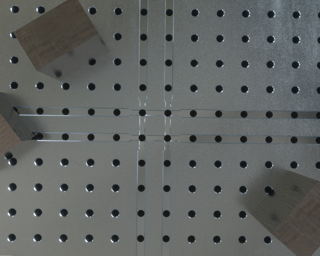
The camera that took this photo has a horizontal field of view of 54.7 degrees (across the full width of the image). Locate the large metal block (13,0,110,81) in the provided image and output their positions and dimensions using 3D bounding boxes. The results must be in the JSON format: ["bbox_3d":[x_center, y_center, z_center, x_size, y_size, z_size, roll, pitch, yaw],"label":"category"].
[{"bbox_3d":[-0.116,-0.106,0.384,0.080,0.080,0.050,-31,90,0],"label":"large metal block"}]

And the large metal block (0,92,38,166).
[{"bbox_3d":[-0.224,0.007,0.398,0.080,0.050,0.080,-36,90,0],"label":"large metal block"}]

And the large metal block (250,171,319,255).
[{"bbox_3d":[0.171,0.106,0.388,0.050,0.080,0.080,42,90,-1],"label":"large metal block"}]
